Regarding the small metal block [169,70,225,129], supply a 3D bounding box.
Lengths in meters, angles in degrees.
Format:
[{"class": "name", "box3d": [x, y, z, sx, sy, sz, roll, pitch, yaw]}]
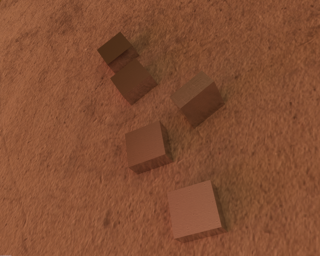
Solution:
[{"class": "small metal block", "box3d": [0.047, -0.034, 0.383, 0.050, 0.050, 0.025, -39, 51, 1]}]

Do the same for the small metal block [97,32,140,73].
[{"class": "small metal block", "box3d": [-0.070, -0.126, 0.516, 0.050, 0.025, 0.050, -38, 51, 2]}]

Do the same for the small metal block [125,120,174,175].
[{"class": "small metal block", "box3d": [-0.015, 0.025, 0.395, 0.050, 0.025, 0.050, -21, 54, 15]}]

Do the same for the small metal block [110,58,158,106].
[{"class": "small metal block", "box3d": [-0.040, -0.070, 0.466, 0.050, 0.025, 0.050, -38, 51, 2]}]

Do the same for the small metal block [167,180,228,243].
[{"class": "small metal block", "box3d": [0.039, 0.089, 0.328, 0.050, 0.025, 0.050, -20, 54, 16]}]
